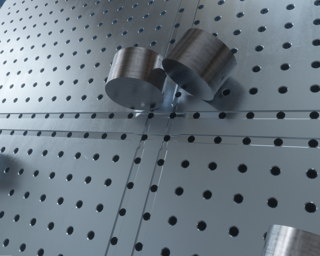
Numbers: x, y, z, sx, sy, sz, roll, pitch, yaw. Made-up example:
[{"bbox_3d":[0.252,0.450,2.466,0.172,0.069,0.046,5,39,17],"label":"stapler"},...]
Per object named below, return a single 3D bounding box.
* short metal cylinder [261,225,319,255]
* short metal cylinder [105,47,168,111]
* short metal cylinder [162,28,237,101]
[{"bbox_3d":[0.119,0.115,0.240,0.080,0.080,0.050,12,68,33],"label":"short metal cylinder"},{"bbox_3d":[-0.030,-0.066,0.430,0.080,0.080,0.050,-4,60,26],"label":"short metal cylinder"},{"bbox_3d":[0.050,-0.080,0.396,0.080,0.080,0.050,30,79,37],"label":"short metal cylinder"}]
